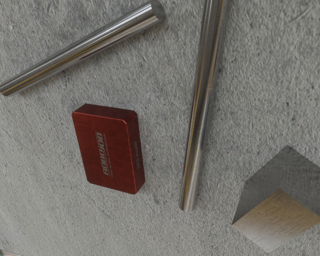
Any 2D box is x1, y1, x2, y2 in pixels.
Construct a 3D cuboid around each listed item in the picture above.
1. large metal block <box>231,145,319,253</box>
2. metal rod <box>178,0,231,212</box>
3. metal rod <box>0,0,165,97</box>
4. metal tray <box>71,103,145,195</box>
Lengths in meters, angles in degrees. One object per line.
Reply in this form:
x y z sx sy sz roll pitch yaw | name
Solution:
0.133 0.079 0.349 0.050 0.080 0.079 37 129 3 | large metal block
0.048 -0.011 0.373 0.025 0.025 0.298 16 125 18 | metal rod
-0.123 -0.093 0.411 0.300 0.025 0.025 -15 111 33 | metal rod
-0.074 0.032 0.461 0.090 0.030 0.129 9 123 23 | metal tray
